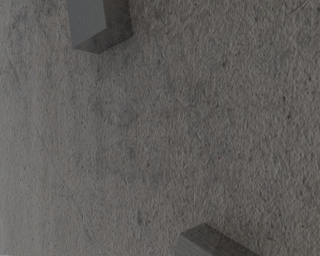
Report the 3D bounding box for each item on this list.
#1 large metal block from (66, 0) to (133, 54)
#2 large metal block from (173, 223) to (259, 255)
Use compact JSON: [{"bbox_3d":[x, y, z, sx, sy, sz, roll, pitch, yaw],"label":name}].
[{"bbox_3d":[-0.092,-0.166,0.464,0.080,0.050,0.080,-14,81,39],"label":"large metal block"},{"bbox_3d":[0.058,0.165,0.341,0.080,0.050,0.079,22,104,37],"label":"large metal block"}]
